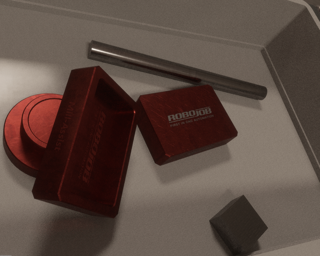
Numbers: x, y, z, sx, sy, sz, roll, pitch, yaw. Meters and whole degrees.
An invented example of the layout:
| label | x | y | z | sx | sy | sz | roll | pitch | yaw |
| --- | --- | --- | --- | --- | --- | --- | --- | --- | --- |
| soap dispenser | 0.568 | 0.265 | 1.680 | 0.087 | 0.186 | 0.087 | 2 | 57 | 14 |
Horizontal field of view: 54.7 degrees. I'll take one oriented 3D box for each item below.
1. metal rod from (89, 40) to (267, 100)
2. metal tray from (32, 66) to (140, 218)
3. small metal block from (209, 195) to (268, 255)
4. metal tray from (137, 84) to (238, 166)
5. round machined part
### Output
| label | x | y | z | sx | sy | sz | roll | pitch | yaw |
| --- | --- | --- | --- | --- | --- | --- | --- | --- | --- |
| metal rod | 0.042 | -0.084 | 0.481 | 0.302 | 0.025 | 0.025 | 10 | 58 | -24 |
| metal tray | -0.065 | 0.016 | 0.309 | 0.090 | 0.030 | 0.130 | 45 | 49 | -54 |
| small metal block | 0.099 | 0.120 | 0.387 | 0.050 | 0.025 | 0.050 | -27 | 77 | -37 |
| metal tray | 0.036 | -0.009 | 0.429 | 0.131 | 0.030 | 0.090 | -14 | 69 | -34 |
| round machined part | -0.113 | 0.003 | 0.333 | 0.099 | 0.042 | 0.098 | 14 | 56 | -21 |
